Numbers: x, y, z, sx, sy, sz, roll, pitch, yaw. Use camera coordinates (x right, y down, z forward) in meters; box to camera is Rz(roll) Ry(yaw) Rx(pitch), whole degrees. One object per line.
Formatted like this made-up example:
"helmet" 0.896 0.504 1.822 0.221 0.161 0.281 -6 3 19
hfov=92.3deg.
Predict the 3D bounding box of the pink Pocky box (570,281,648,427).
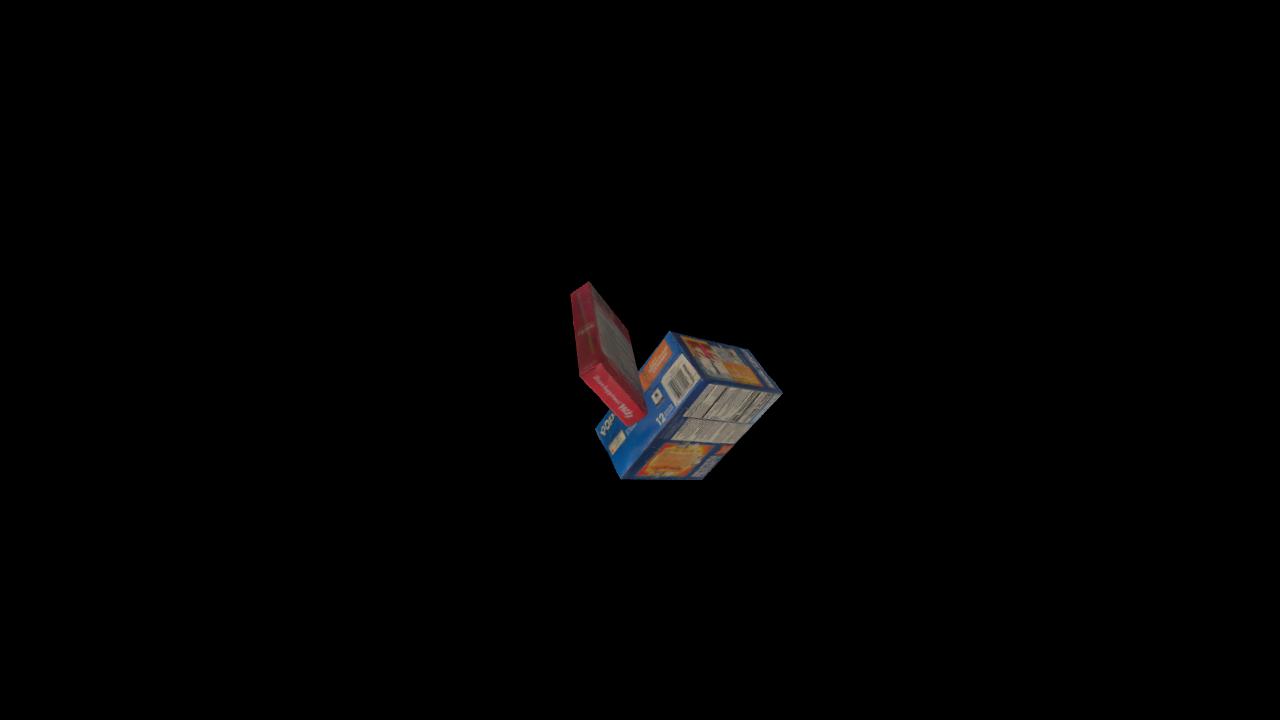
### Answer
"pink Pocky box" -0.035 -0.010 0.641 0.029 0.084 0.155 -31 36 12

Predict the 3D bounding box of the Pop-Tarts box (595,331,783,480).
"Pop-Tarts box" 0.055 0.061 0.730 0.141 0.167 0.083 10 38 -40
